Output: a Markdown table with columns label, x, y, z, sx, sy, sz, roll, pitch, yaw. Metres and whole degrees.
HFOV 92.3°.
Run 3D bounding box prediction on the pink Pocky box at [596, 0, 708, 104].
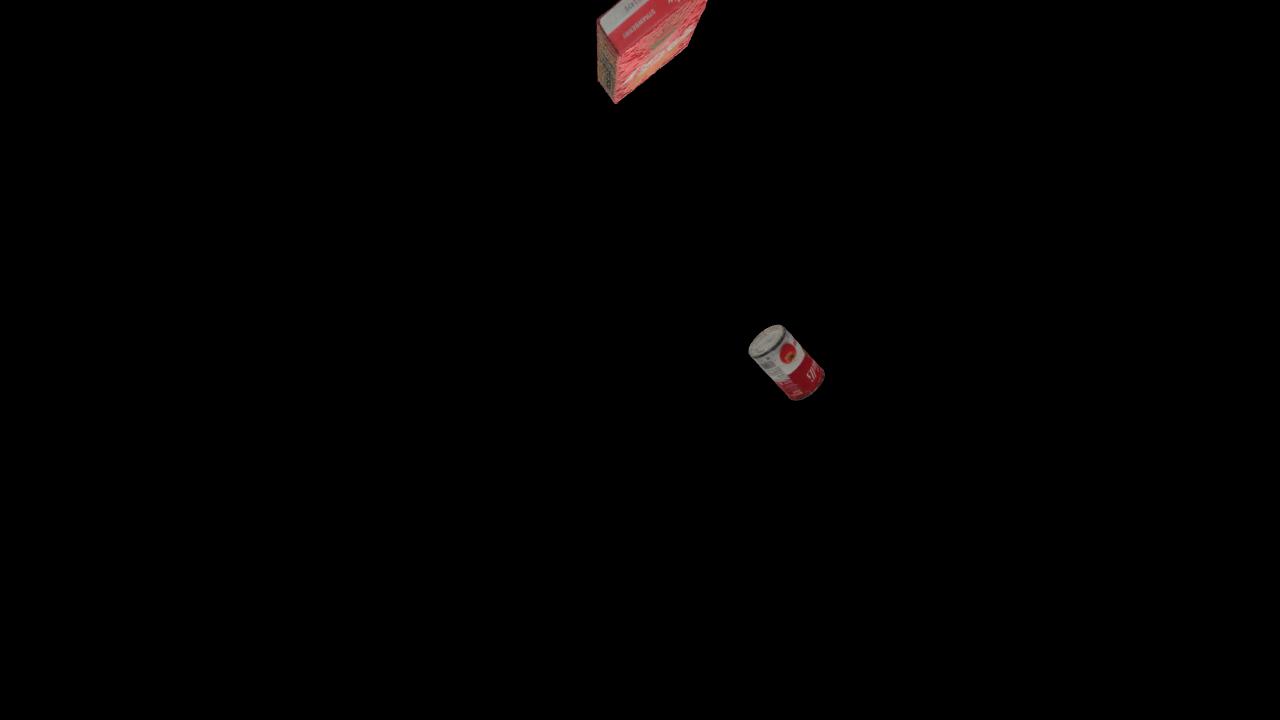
| label | x | y | z | sx | sy | sz | roll | pitch | yaw |
| --- | --- | --- | --- | --- | --- | --- | --- | --- | --- |
| pink Pocky box | 0.007 | -0.246 | 0.465 | 0.084 | 0.029 | 0.155 | -37 | 11 | 4 |

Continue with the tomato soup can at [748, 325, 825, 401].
| label | x | y | z | sx | sy | sz | roll | pitch | yaw |
| --- | --- | --- | --- | --- | --- | --- | --- | --- | --- |
| tomato soup can | 0.218 | 0.003 | 0.920 | 0.101 | 0.068 | 0.068 | 44 | -16 | -18 |
